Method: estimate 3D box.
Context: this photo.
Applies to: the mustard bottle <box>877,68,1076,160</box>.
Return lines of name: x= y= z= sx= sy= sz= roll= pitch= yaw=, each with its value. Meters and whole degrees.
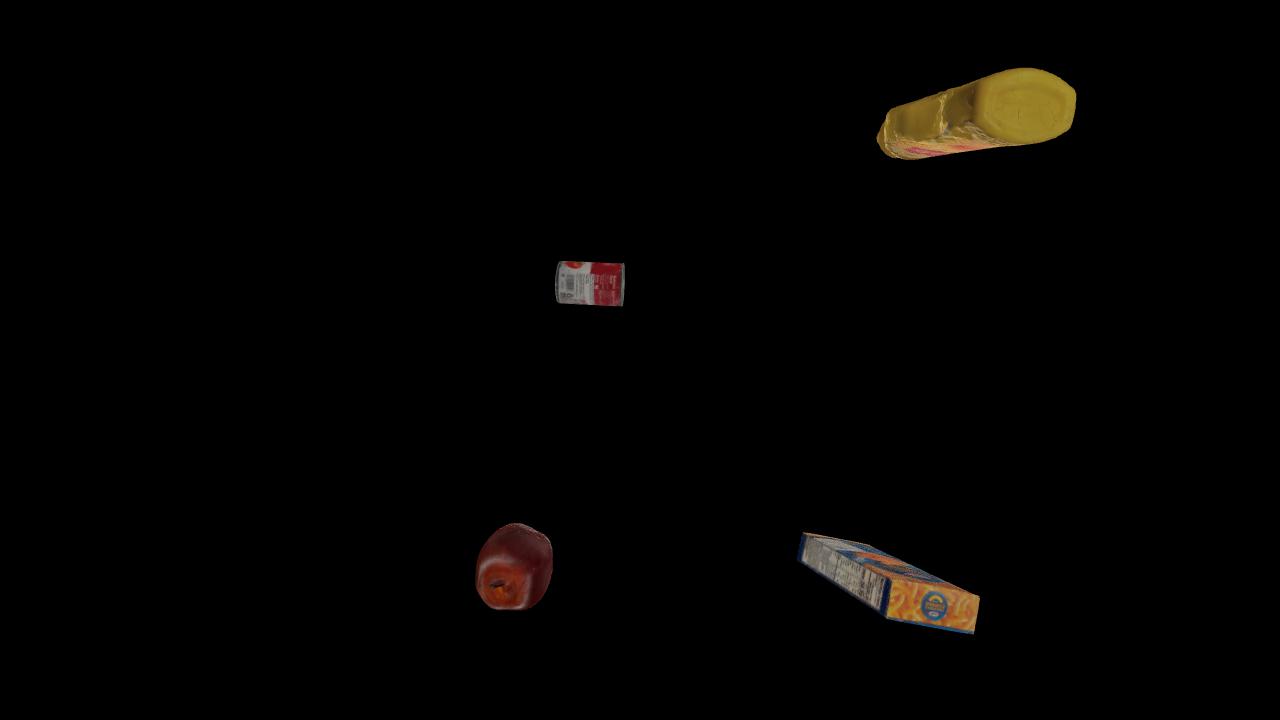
mustard bottle: x=0.268 y=-0.207 z=0.540 sx=0.092 sy=0.054 sz=0.184 roll=-7 pitch=14 yaw=-11

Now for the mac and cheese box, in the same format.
mac and cheese box: x=0.245 y=0.224 z=0.636 sx=0.093 sy=0.041 sz=0.184 roll=15 pitch=-5 yaw=-10

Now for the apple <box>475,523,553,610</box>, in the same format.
apple: x=-0.123 y=0.202 z=0.606 sx=0.079 sy=0.079 sz=0.093 roll=0 pitch=9 yaw=12

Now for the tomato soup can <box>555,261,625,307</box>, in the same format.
tomato soup can: x=-0.076 y=-0.118 z=0.952 sx=0.101 sy=0.068 sz=0.068 roll=2 pitch=0 yaw=2
